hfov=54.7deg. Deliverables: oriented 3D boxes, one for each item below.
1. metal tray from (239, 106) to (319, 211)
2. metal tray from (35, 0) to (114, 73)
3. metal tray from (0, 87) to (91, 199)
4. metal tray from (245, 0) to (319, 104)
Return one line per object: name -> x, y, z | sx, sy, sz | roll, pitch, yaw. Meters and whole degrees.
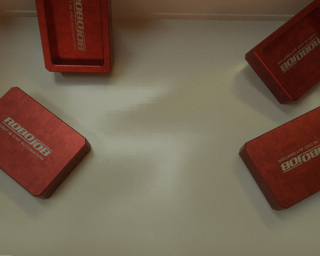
metal tray -> 0.181, 0.036, 0.396 | 0.131, 0.030, 0.090 | -25, 72, -9
metal tray -> -0.111, -0.141, 0.411 | 0.091, 0.129, 0.030 | 1, 27, 0
metal tray -> -0.168, 0.017, 0.399 | 0.130, 0.030, 0.090 | 35, 73, 11
metal tray -> 0.196, -0.106, 0.432 | 0.130, 0.030, 0.090 | -38, 91, -10
